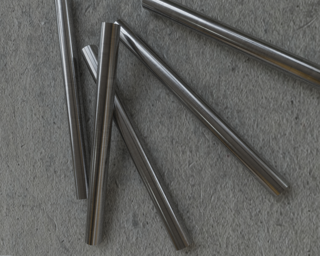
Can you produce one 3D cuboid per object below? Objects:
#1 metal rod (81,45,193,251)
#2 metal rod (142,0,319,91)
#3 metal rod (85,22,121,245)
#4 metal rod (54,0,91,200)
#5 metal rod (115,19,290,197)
[{"bbox_3d":[-0.036,0.019,0.421,0.025,0.025,0.299,-30,80,17],"label":"metal rod"},{"bbox_3d":[0.107,-0.098,0.370,0.300,0.025,0.025,31,100,17],"label":"metal rod"},{"bbox_3d":[-0.078,0.015,0.415,0.025,0.025,0.298,10,101,19],"label":"metal rod"},{"bbox_3d":[-0.126,-0.047,0.453,0.025,0.025,0.298,-8,87,20],"label":"metal rod"},{"bbox_3d":[0.041,-0.034,0.394,0.025,0.025,0.300,-47,76,14],"label":"metal rod"}]
